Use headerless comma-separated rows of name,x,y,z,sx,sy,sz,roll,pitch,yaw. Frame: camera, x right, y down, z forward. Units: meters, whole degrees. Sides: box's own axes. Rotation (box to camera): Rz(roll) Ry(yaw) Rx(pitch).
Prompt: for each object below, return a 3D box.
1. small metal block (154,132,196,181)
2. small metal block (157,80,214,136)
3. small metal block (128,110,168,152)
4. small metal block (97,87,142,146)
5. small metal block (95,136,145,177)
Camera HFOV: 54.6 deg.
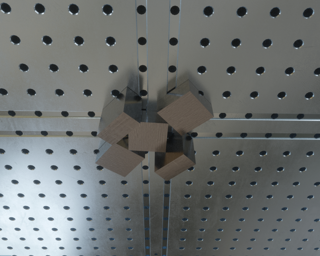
small metal block,0.020,0.037,0.426,0.050,0.050,0.025,-35,122,25
small metal block,0.032,-0.024,0.391,0.050,0.025,0.050,-32,123,25
small metal block,-0.016,0.004,0.414,0.050,0.025,0.050,3,129,-2
small metal block,-0.049,-0.014,0.382,0.025,0.050,0.050,36,122,-27
small metal block,-0.056,0.038,0.443,0.050,0.025,0.050,30,123,-24
